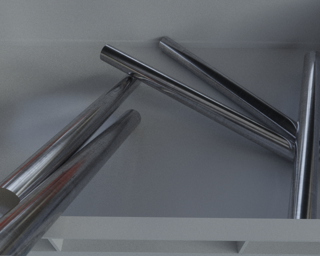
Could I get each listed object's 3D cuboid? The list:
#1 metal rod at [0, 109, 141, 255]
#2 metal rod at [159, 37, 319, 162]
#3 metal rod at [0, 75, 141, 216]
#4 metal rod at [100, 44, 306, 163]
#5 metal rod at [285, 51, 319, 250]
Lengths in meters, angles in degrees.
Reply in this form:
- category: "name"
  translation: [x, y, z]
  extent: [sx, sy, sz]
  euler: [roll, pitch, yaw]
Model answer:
- category: "metal rod"
  translation: [-0.063, 0.029, 0.277]
  extent: [0.025, 0.025, 0.301]
  euler: [9, 18, 7]
- category: "metal rod"
  translation: [0.105, -0.056, 0.452]
  extent: [0.025, 0.025, 0.300]
  euler: [-33, 58, -25]
- category: "metal rod"
  translation: [-0.071, -0.014, 0.340]
  extent: [0.025, 0.025, 0.301]
  euler: [11, 27, 9]
- category: "metal rod"
  translation: [0.050, -0.035, 0.408]
  extent: [0.301, 0.025, 0.025]
  euler: [30, 56, 13]
- category: "metal rod"
  translation: [0.178, -0.001, 0.372]
  extent: [0.025, 0.025, 0.301]
  euler: [16, 50, 13]
